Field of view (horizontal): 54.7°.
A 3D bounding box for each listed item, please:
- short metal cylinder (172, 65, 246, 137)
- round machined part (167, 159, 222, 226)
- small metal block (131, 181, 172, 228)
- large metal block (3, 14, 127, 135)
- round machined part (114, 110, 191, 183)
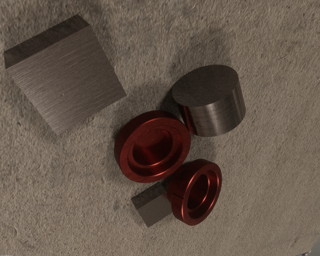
[{"bbox_3d":[0.062,-0.035,0.385,0.080,0.080,0.050,-32,129,-8],"label":"short metal cylinder"},{"bbox_3d":[0.049,0.092,0.467,0.099,0.042,0.097,-21,119,-43],"label":"round machined part"},{"bbox_3d":[-0.010,0.118,0.476,0.050,0.025,0.050,-30,129,-9],"label":"small metal block"},{"bbox_3d":[-0.092,-0.053,0.308,0.080,0.050,0.080,-32,129,-8],"label":"large metal block"},{"bbox_3d":[-0.013,0.020,0.403,0.099,0.042,0.097,-14,125,-21],"label":"round machined part"}]
